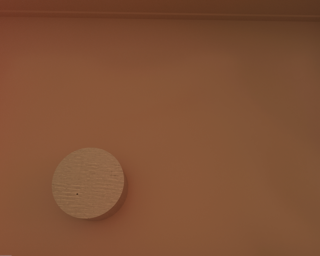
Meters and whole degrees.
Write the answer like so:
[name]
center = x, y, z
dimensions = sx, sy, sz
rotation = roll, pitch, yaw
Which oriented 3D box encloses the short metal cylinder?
[short metal cylinder]
center = -0.081, 0.068, 0.370
dimensions = 0.081, 0.050, 0.080
rotation = 0, 70, 0
